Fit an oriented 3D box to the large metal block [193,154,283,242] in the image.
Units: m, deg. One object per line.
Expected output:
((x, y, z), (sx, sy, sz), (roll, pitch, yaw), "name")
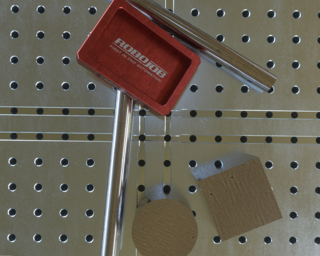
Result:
((0.098, 0.087, 0.402), (0.080, 0.050, 0.080), (-21, 90, -1), "large metal block")

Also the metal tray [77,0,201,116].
((-0.025, -0.085, 0.388), (0.130, 0.030, 0.090), (33, 82, -16), "metal tray")

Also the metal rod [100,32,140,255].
((-0.052, 0.021, 0.412), (0.025, 0.025, 0.298), (6, 90, -1), "metal rod")

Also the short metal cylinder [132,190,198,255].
((0.006, 0.126, 0.401), (0.081, 0.050, 0.079), (0, 90, -1), "short metal cylinder")

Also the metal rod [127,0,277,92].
((0.020, -0.137, 0.413), (0.301, 0.025, 0.025), (31, 90, -1), "metal rod")
